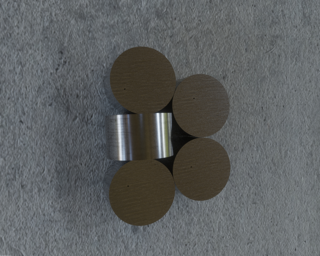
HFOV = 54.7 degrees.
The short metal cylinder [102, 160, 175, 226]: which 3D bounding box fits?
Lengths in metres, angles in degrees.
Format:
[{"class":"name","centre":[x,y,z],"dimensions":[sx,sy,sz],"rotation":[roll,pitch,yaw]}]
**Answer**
[{"class":"short metal cylinder","centre":[-0.028,0.075,0.387],"dimensions":[0.081,0.050,0.080],"rotation":[0,90,-19]}]

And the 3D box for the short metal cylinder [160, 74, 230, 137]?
[{"class":"short metal cylinder","centre":[0.044,-0.029,0.412],"dimensions":[0.081,0.050,0.080],"rotation":[0,91,-20]}]

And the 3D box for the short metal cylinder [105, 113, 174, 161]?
[{"class":"short metal cylinder","centre":[-0.025,0.009,0.372],"dimensions":[0.081,0.080,0.050],"rotation":[-3,92,-20]}]

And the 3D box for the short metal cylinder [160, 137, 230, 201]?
[{"class":"short metal cylinder","centre":[0.045,0.051,0.413],"dimensions":[0.081,0.050,0.080],"rotation":[0,91,-19]}]

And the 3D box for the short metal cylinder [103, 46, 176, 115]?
[{"class":"short metal cylinder","centre":[-0.027,-0.056,0.387],"dimensions":[0.081,0.050,0.080],"rotation":[0,90,-19]}]
